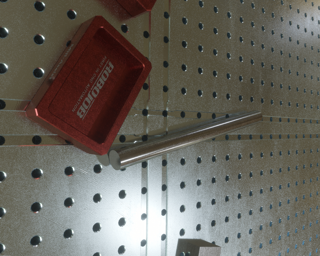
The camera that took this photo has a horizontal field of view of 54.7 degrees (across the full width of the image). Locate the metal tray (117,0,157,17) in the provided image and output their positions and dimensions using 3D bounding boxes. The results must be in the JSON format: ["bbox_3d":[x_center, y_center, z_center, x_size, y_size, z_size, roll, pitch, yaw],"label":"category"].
[{"bbox_3d":[-0.026,-0.218,0.384,0.090,0.030,0.130,38,67,-34],"label":"metal tray"}]

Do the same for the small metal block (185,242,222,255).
[{"bbox_3d":[0.063,0.201,0.465,0.050,0.025,0.050,18,78,-39],"label":"small metal block"}]

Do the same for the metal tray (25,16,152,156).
[{"bbox_3d":[-0.072,-0.046,0.346,0.090,0.030,0.130,39,66,-33],"label":"metal tray"}]

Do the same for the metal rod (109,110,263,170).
[{"bbox_3d":[0.060,0.009,0.461,0.302,0.025,0.025,-14,100,-39],"label":"metal rod"}]
